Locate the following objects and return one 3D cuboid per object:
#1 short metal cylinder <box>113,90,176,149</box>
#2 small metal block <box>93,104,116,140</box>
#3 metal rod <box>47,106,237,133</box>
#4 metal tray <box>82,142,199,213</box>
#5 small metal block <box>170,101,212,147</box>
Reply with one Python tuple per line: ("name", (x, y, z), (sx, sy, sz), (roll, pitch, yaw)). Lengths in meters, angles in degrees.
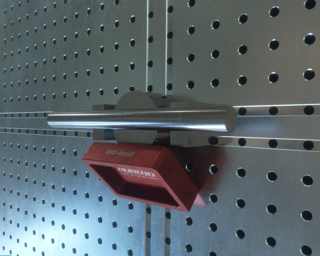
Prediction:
("short metal cylinder", (-0.017, -0.007, 0.407), (0.080, 0.050, 0.080), (0, 90, 40))
("small metal block", (-0.070, -0.008, 0.451), (0.025, 0.050, 0.050), (-1, 90, 40))
("metal rod", (-0.049, -0.011, 0.384), (0.300, 0.025, 0.025), (1, 91, 40))
("metal tray", (-0.027, 0.060, 0.392), (0.130, 0.090, 0.030), (1, 48, 40))
("small metal block", (0.037, -0.004, 0.363), (0.025, 0.050, 0.050), (-1, 90, 40))
